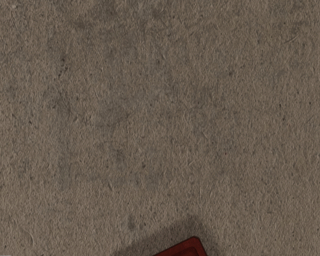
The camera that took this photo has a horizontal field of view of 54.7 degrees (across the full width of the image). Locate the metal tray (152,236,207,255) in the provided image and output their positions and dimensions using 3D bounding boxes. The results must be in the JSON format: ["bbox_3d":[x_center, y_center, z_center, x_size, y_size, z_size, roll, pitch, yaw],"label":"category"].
[{"bbox_3d":[0.009,0.207,0.394,0.131,0.030,0.090,-25,72,-1],"label":"metal tray"}]
